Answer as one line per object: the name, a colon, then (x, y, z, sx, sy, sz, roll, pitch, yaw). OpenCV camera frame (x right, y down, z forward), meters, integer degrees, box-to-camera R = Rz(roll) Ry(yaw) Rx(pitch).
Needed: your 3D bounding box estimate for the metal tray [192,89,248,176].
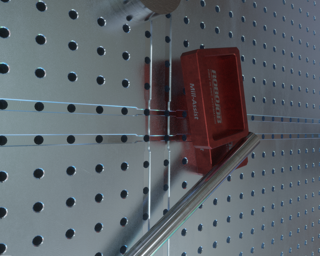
metal tray: (0.094, 0.003, 0.485, 0.091, 0.030, 0.129, -11, 97, -40)

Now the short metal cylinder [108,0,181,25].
short metal cylinder: (-0.019, -0.172, 0.377, 0.081, 0.050, 0.079, 0, 90, -40)

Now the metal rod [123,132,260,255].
metal rod: (0.036, 0.104, 0.412, 0.301, 0.025, 0.025, -40, 115, -24)

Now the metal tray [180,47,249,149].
metal tray: (0.079, -0.044, 0.431, 0.091, 0.030, 0.129, -15, 99, -39)
